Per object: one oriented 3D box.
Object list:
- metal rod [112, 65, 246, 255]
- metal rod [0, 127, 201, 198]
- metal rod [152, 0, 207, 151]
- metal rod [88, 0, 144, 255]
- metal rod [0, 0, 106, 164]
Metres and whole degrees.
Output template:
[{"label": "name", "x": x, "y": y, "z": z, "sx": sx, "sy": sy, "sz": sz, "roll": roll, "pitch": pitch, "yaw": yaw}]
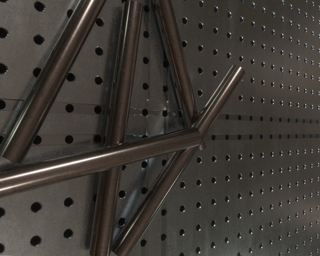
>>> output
[{"label": "metal rod", "x": 0.032, "y": 0.033, "z": 0.413, "sx": 0.025, "sy": 0.025, "sz": 0.300, "roll": 46, "pitch": 70, "yaw": -31}, {"label": "metal rod", "x": -0.081, "y": 0.037, "z": 0.317, "sx": 0.303, "sy": 0.025, "sz": 0.025, "roll": -12, "pitch": 98, "yaw": -32}, {"label": "metal rod", "x": 0.019, "y": -0.110, "z": 0.426, "sx": 0.025, "sy": 0.025, "sz": 0.298, "roll": -26, "pitch": 106, "yaw": -37}, {"label": "metal rod", "x": -0.051, "y": -0.004, "z": 0.368, "sx": 0.025, "sy": 0.025, "sz": 0.298, "roll": 12, "pitch": 83, "yaw": -40}, {"label": "metal rod", "x": -0.090, "y": -0.104, "z": 0.334, "sx": 0.025, "sy": 0.025, "sz": 0.299, "roll": 34, "pitch": 69, "yaw": -35}]
